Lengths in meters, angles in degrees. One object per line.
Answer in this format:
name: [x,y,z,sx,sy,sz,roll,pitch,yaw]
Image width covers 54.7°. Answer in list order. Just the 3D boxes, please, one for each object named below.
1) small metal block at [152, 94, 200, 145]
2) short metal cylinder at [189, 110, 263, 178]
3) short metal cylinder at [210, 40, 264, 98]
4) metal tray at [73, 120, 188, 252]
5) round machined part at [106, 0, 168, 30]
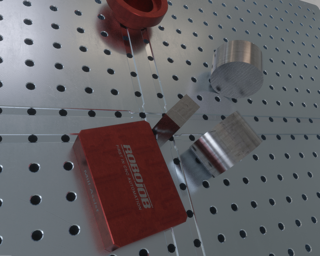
small metal block: [0.019,-0.011,0.409,0.025,0.050,0.050,44,51,2]
short metal cylinder: [0.085,0.021,0.406,0.081,0.080,0.050,-31,79,-38]
short metal cylinder: [0.123,-0.093,0.496,0.080,0.080,0.050,23,53,-15]
metal tray: [-0.035,0.059,0.350,0.091,0.030,0.130,-10,67,-33]
round machined part: [-0.040,-0.198,0.497,0.099,0.042,0.098,14,56,-21]
